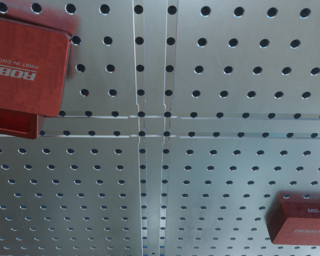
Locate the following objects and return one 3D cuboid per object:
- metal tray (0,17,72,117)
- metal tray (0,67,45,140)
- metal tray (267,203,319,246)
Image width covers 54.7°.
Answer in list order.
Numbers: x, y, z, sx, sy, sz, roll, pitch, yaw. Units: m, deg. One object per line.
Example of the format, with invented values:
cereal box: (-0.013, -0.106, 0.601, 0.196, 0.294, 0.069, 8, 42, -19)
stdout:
metal tray: (-0.166, -0.067, 0.322, 0.131, 0.030, 0.089, 9, 109, -14)
metal tray: (-0.210, -0.038, 0.372, 0.131, 0.030, 0.089, 11, 129, -10)
metal tray: (0.275, 0.178, 0.564, 0.131, 0.030, 0.089, 3, 130, -4)
